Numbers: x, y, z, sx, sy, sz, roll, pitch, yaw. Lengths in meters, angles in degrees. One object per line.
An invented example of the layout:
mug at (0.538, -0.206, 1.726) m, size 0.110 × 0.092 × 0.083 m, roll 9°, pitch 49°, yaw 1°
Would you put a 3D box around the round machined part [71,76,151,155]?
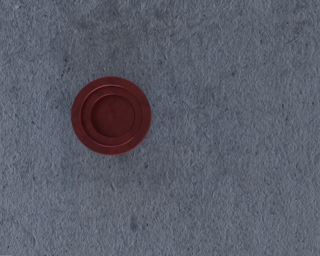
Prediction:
round machined part at (-0.060, -0.015, 0.401) m, size 0.099 × 0.042 × 0.097 m, roll 0°, pitch 90°, yaw 0°
